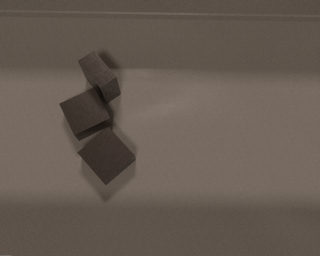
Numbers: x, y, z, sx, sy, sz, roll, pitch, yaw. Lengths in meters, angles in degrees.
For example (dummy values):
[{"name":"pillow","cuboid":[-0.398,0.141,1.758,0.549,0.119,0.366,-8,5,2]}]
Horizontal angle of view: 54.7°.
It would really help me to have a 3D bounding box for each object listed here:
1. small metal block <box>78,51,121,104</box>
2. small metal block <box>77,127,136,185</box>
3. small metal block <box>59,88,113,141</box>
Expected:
[{"name":"small metal block","cuboid":[-0.081,-0.067,0.420,0.025,0.050,0.050,-37,75,-12]},{"name":"small metal block","cuboid":[-0.067,0.036,0.396,0.050,0.025,0.050,-41,75,-14]},{"name":"small metal block","cuboid":[-0.099,-0.018,0.415,0.050,0.025,0.050,-27,73,-10]}]
